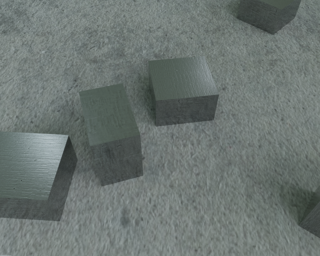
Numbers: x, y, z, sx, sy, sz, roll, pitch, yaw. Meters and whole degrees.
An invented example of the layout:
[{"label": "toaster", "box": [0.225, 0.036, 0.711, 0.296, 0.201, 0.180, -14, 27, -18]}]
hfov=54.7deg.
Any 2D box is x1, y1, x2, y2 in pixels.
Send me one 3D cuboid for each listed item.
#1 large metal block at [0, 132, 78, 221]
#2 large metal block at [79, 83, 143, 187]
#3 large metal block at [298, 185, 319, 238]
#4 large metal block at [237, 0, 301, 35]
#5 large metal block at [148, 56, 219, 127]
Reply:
[{"label": "large metal block", "box": [-0.145, 0.052, 0.341, 0.080, 0.050, 0.080, 3, 50, 2]}, {"label": "large metal block", "box": [-0.056, 0.008, 0.360, 0.050, 0.080, 0.080, -13, 52, -11]}, {"label": "large metal block", "box": [0.197, 0.083, 0.301, 0.080, 0.080, 0.050, 29, 56, 22]}, {"label": "large metal block", "box": [0.206, -0.229, 0.582, 0.080, 0.050, 0.080, 36, 58, 26]}, {"label": "large metal block", "box": [0.029, -0.052, 0.431, 0.081, 0.050, 0.080, -6, 50, -6]}]
